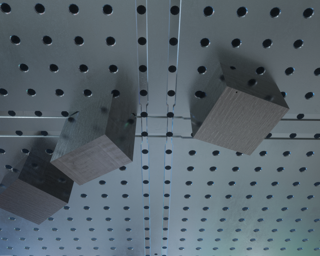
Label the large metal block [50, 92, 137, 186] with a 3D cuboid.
[{"bbox_3d":[-0.079,0.013,0.386,0.080,0.080,0.050,-26,126,20],"label":"large metal block"}]

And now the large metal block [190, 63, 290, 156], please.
[{"bbox_3d":[0.092,-0.021,0.378,0.080,0.050,0.080,17,128,-14],"label":"large metal block"}]

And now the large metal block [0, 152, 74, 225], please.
[{"bbox_3d":[-0.192,0.095,0.474,0.080,0.050,0.080,-37,121,27],"label":"large metal block"}]
